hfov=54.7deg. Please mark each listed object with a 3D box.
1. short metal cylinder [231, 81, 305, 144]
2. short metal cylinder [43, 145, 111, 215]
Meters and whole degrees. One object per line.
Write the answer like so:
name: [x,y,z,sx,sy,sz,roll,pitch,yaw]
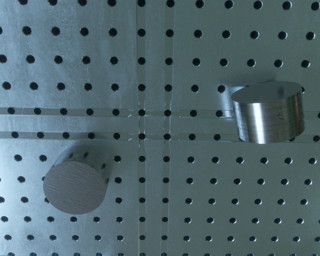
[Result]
short metal cylinder: [0.131,-0.021,0.378,0.080,0.080,0.050,-13,110,4]
short metal cylinder: [-0.111,0.070,0.424,0.081,0.050,0.079,0,110,-1]
